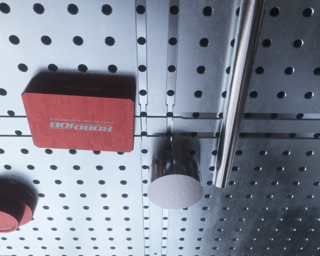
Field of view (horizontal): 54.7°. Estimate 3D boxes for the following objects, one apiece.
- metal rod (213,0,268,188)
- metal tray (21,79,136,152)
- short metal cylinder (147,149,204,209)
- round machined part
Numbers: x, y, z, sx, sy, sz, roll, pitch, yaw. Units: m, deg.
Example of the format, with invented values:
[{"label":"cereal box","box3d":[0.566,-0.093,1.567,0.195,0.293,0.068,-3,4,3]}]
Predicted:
[{"label":"metal rod","box3d":[0.094,-0.030,0.386,0.025,0.025,0.298,0,130,0]},{"label":"metal tray","box3d":[-0.098,-0.013,0.396,0.131,0.030,0.089,3,130,-3]},{"label":"short metal cylinder","box3d":[0.022,0.077,0.460,0.081,0.050,0.079,0,130,0]},{"label":"round machined part","box3d":[-0.263,0.139,0.516,0.099,0.042,0.097,0,130,0]}]
